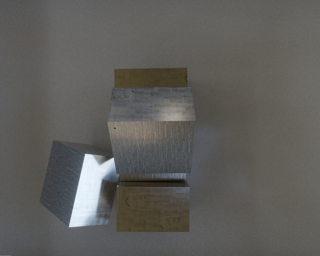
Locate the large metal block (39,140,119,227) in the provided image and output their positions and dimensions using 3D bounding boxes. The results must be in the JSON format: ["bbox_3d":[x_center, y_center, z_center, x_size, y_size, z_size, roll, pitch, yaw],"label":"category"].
[{"bbox_3d":[-0.096,0.064,0.373,0.050,0.080,0.080,12,91,-43],"label":"large metal block"}]

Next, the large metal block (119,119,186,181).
[{"bbox_3d":[-0.010,0.024,0.399,0.081,0.050,0.079,-1,90,-1],"label":"large metal block"}]

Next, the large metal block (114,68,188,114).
[{"bbox_3d":[-0.010,-0.041,0.381,0.081,0.080,0.050,-1,90,-1],"label":"large metal block"}]

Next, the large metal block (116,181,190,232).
[{"bbox_3d":[-0.008,0.090,0.382,0.081,0.080,0.050,0,90,-1],"label":"large metal block"}]

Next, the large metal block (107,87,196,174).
[{"bbox_3d":[-0.007,0.004,0.326,0.081,0.079,0.050,-1,45,-1],"label":"large metal block"}]
